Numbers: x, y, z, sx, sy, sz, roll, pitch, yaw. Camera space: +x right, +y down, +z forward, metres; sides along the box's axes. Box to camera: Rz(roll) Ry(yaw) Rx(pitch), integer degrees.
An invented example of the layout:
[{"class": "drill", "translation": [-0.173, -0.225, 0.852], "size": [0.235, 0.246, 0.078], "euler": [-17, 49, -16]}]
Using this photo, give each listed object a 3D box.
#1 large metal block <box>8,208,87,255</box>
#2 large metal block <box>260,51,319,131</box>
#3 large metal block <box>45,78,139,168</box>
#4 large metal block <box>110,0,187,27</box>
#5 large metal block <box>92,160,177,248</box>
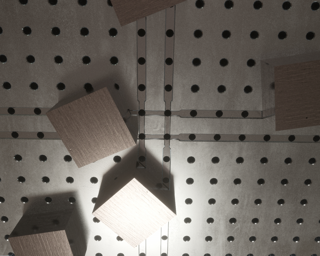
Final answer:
[{"class": "large metal block", "translation": [-0.164, 0.174, 0.462], "size": [0.080, 0.050, 0.079], "euler": [-9, 110, 3]}, {"class": "large metal block", "translation": [0.175, -0.047, 0.385], "size": [0.080, 0.050, 0.079], "euler": [-8, 110, 2]}, {"class": "large metal block", "translation": [-0.082, -0.007, 0.396], "size": [0.080, 0.050, 0.080], "euler": [-23, 109, 7]}, {"class": "large metal block", "translation": [-0.019, -0.166, 0.339], "size": [0.080, 0.050, 0.080], "euler": [-20, 109, 7]}, {"class": "large metal block", "translation": [-0.035, 0.108, 0.439], "size": [0.080, 0.050, 0.080], "euler": [-42, 105, 13]}]
